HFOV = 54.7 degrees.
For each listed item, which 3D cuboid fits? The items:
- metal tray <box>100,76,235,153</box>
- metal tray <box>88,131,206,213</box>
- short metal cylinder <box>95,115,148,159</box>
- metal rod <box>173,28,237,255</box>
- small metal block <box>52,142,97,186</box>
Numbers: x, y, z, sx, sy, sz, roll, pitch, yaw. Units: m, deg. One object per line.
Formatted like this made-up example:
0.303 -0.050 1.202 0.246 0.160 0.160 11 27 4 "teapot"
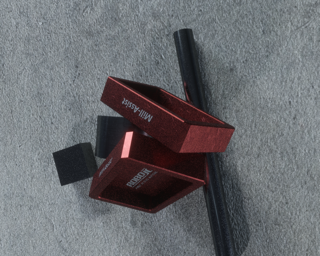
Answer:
0.006 -0.016 0.347 0.130 0.091 0.030 33 109 38 "metal tray"
-0.019 0.057 0.350 0.091 0.129 0.030 19 55 -18 "metal tray"
-0.040 0.012 0.393 0.080 0.080 0.050 5 92 19 "short metal cylinder"
0.057 0.024 0.388 0.025 0.025 0.298 -12 86 19 "metal rod"
-0.122 0.052 0.451 0.050 0.025 0.050 -19 84 18 "small metal block"
